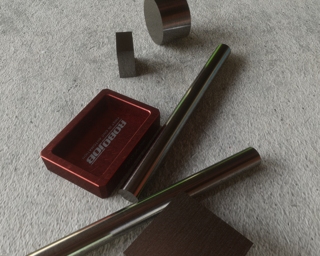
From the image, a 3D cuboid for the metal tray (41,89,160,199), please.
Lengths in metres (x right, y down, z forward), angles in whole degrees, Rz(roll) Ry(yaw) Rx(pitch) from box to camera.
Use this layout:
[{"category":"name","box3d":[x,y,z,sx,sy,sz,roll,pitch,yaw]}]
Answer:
[{"category":"metal tray","box3d":[-0.069,0.013,0.388,0.090,0.030,0.130,23,53,18]}]

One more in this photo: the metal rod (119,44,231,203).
[{"category":"metal rod","box3d":[0.036,-0.027,0.425,0.025,0.025,0.301,22,53,17]}]

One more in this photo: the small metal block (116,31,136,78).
[{"category":"small metal block","box3d":[-0.053,-0.114,0.482,0.025,0.050,0.050,-5,50,-5]}]

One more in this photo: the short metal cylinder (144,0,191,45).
[{"category":"short metal cylinder","box3d":[0.011,-0.187,0.525,0.050,0.080,0.080,-20,53,-16]}]

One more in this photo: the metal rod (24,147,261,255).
[{"category":"metal rod","box3d":[-0.019,0.089,0.328,0.302,0.025,0.025,-22,54,-18]}]

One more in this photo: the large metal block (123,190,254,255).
[{"category":"large metal block","box3d":[0.025,0.120,0.287,0.080,0.050,0.080,34,57,25]}]
